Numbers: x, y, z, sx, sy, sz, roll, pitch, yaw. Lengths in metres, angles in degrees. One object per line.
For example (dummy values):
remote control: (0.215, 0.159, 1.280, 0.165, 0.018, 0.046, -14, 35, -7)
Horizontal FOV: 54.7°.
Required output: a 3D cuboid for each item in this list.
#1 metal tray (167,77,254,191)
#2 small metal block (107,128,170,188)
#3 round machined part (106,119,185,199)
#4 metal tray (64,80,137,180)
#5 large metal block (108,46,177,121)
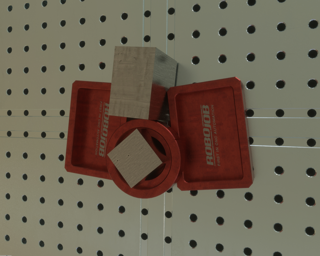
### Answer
metal tray: (0.062, 0.009, 0.384, 0.090, 0.030, 0.129, -7, 88, 19)
small metal block: (-0.026, 0.036, 0.373, 0.050, 0.025, 0.050, -41, 77, 15)
round machined part: (-0.015, 0.037, 0.395, 0.098, 0.042, 0.097, 0, 90, 19)
metal tray: (-0.082, 0.002, 0.434, 0.090, 0.030, 0.129, 7, 92, 19)
large metal block: (-0.018, -0.052, 0.386, 0.050, 0.080, 0.079, 7, 92, 20)
